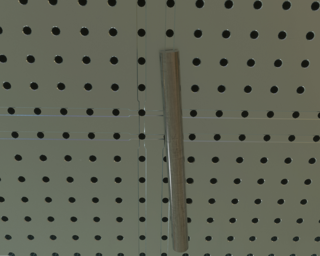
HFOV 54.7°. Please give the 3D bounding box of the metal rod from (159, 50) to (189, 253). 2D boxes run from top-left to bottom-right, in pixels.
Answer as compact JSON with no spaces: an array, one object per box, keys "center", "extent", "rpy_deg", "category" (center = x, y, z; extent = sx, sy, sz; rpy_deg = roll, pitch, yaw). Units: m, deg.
[{"center":[0.022,0.046,0.430],"extent":[0.025,0.025,0.298],"rpy_deg":[-4,110,1],"category":"metal rod"}]
